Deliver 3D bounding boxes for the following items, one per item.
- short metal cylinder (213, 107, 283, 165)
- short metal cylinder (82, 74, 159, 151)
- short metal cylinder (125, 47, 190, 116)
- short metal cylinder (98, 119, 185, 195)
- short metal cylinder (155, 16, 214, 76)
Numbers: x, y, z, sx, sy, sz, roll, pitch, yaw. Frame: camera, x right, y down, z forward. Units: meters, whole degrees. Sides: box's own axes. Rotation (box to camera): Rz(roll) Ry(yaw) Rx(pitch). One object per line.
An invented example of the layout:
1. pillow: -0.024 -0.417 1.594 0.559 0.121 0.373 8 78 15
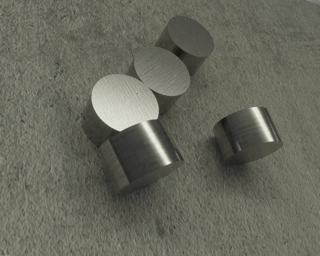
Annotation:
1. short metal cylinder: 0.119 0.013 0.424 0.081 0.080 0.050 -2 63 -29
2. short metal cylinder: -0.048 -0.017 0.372 0.081 0.050 0.080 13 56 -21
3. short metal cylinder: -0.006 -0.063 0.423 0.081 0.050 0.080 14 56 -21
4. short metal cylinder: -0.020 0.033 0.337 0.081 0.080 0.050 -17 71 -35
5. short metal cylinder: 0.037 -0.127 0.485 0.081 0.050 0.080 14 56 -21
